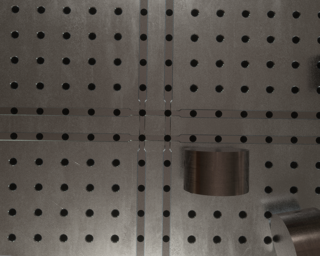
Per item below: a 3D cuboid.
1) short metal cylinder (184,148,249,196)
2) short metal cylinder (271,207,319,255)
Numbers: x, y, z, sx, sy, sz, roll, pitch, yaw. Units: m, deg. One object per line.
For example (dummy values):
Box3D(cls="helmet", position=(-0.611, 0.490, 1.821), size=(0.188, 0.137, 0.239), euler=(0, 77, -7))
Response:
Box3D(cls="short metal cylinder", position=(0.070, 0.051, 0.387), size=(0.081, 0.080, 0.050), euler=(0, 90, -1))
Box3D(cls="short metal cylinder", position=(0.180, 0.144, 0.388), size=(0.050, 0.080, 0.080), euler=(-10, 90, 0))
